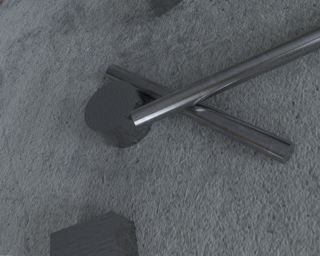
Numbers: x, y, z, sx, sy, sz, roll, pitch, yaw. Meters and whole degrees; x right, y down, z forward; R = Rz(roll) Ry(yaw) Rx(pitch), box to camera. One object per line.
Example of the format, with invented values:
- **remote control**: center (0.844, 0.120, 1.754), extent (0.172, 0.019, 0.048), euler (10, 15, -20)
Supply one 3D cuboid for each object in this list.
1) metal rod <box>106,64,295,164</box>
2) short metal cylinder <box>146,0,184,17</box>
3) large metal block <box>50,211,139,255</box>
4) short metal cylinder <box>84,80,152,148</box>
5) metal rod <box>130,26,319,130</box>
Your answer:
- **metal rod**: center (0.028, -0.032, 0.408), extent (0.300, 0.025, 0.025), euler (29, 78, 37)
- **short metal cylinder**: center (-0.004, -0.233, 0.514), extent (0.050, 0.080, 0.080), euler (-33, 52, 7)
- **large metal block**: center (-0.069, 0.147, 0.334), extent (0.080, 0.050, 0.080), euler (-23, 53, 14)
- **short metal cylinder**: center (-0.056, -0.019, 0.429), extent (0.080, 0.050, 0.080), euler (-13, 56, 21)
- **metal rod**: center (0.106, -0.070, 0.369), extent (0.301, 0.025, 0.025), euler (-24, 53, 5)
